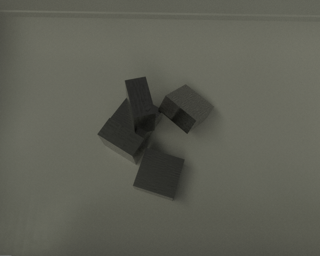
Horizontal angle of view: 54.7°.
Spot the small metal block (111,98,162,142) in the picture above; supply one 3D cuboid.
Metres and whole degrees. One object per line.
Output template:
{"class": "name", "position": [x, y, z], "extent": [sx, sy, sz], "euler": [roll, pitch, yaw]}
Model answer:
{"class": "small metal block", "position": [-0.031, -0.012, 0.412], "extent": [0.050, 0.025, 0.050], "euler": [31, 68, 10]}

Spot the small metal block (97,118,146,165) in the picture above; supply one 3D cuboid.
{"class": "small metal block", "position": [-0.046, 0.018, 0.389], "extent": [0.050, 0.050, 0.025], "euler": [31, 74, 10]}

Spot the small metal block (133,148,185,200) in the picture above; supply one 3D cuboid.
{"class": "small metal block", "position": [-0.001, 0.058, 0.388], "extent": [0.050, 0.025, 0.050], "euler": [17, 71, 5]}

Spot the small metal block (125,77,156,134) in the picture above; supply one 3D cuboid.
{"class": "small metal block", "position": [-0.024, -0.026, 0.378], "extent": [0.025, 0.050, 0.050], "euler": [-12, 68, -8]}

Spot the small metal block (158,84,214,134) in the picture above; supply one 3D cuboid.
{"class": "small metal block", "position": [0.035, -0.026, 0.407], "extent": [0.050, 0.025, 0.050], "euler": [41, 41, 13]}
